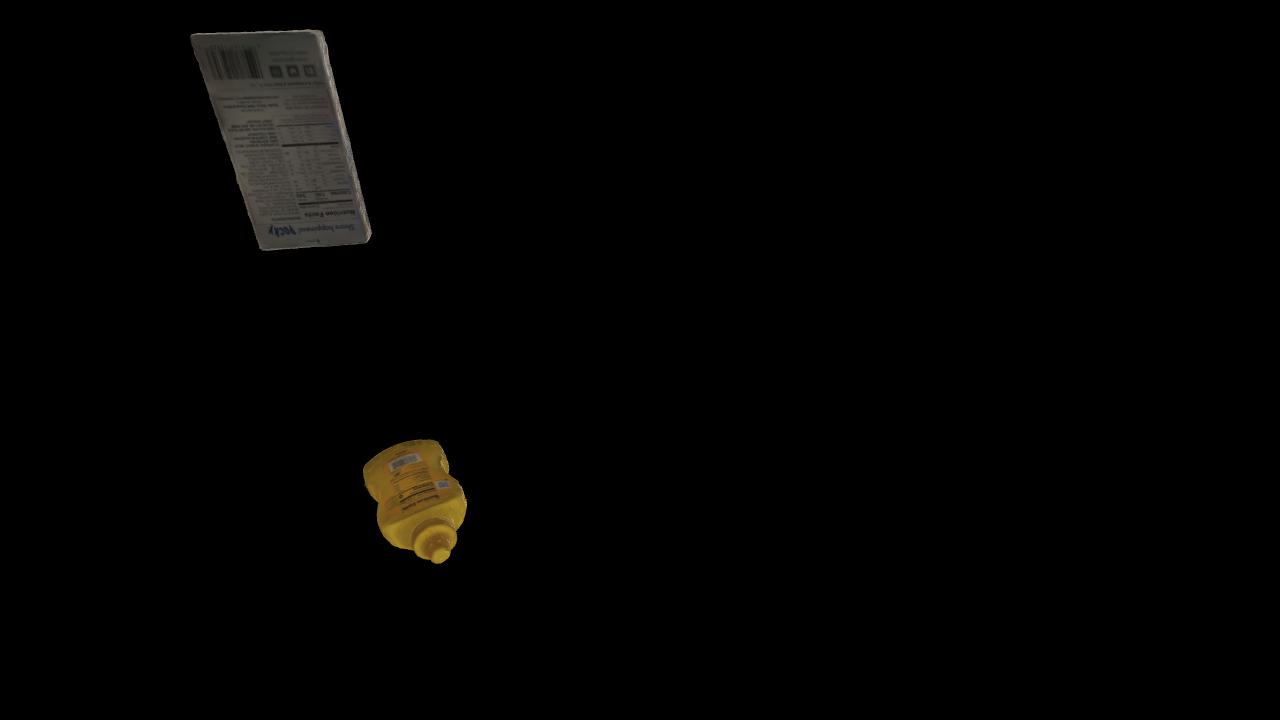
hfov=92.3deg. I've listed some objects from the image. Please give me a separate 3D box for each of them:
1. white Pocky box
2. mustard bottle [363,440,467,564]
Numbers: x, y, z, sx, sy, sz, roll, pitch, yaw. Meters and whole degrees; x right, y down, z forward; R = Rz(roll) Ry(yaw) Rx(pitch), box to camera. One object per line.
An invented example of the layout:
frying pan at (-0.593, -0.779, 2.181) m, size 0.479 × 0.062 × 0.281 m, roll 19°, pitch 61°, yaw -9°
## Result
white Pocky box at (-0.264, -0.162, 0.465) m, size 0.084 × 0.154 × 0.028 m, roll -6°, pitch 31°, yaw -9°
mustard bottle at (-0.234, 0.153, 0.655) m, size 0.092 × 0.054 × 0.184 m, roll -14°, pitch 29°, yaw -27°
